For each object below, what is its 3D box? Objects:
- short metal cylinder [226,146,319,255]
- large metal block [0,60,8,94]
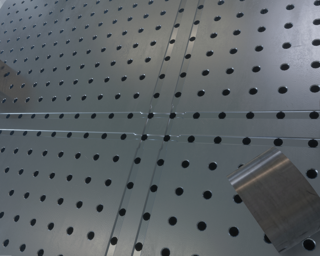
[{"bbox_3d":[0.104,0.064,0.279,0.050,0.080,0.080,-35,51,6],"label":"short metal cylinder"},{"bbox_3d":[-0.369,-0.116,0.638,0.050,0.080,0.080,-22,54,15],"label":"large metal block"}]
